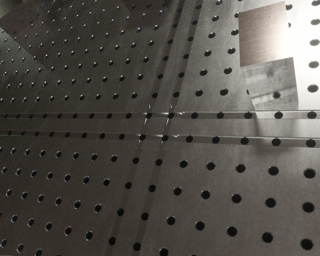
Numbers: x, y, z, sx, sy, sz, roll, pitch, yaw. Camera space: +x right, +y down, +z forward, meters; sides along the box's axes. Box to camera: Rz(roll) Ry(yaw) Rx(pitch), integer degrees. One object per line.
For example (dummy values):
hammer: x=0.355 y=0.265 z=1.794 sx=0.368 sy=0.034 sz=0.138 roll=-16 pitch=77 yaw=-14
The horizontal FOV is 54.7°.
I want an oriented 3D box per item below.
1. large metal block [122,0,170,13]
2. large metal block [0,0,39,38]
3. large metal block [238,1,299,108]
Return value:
large metal block: x=-0.020 y=-0.261 z=0.561 sx=0.080 sy=0.050 sz=0.080 roll=5 pitch=64 yaw=30
large metal block: x=-0.343 y=-0.275 z=0.737 sx=0.080 sy=0.050 sz=0.080 roll=-33 pitch=52 yaw=6
large metal block: x=0.125 y=-0.081 z=0.357 sx=0.050 sy=0.080 sz=0.080 roll=-8 pitch=58 yaw=24
